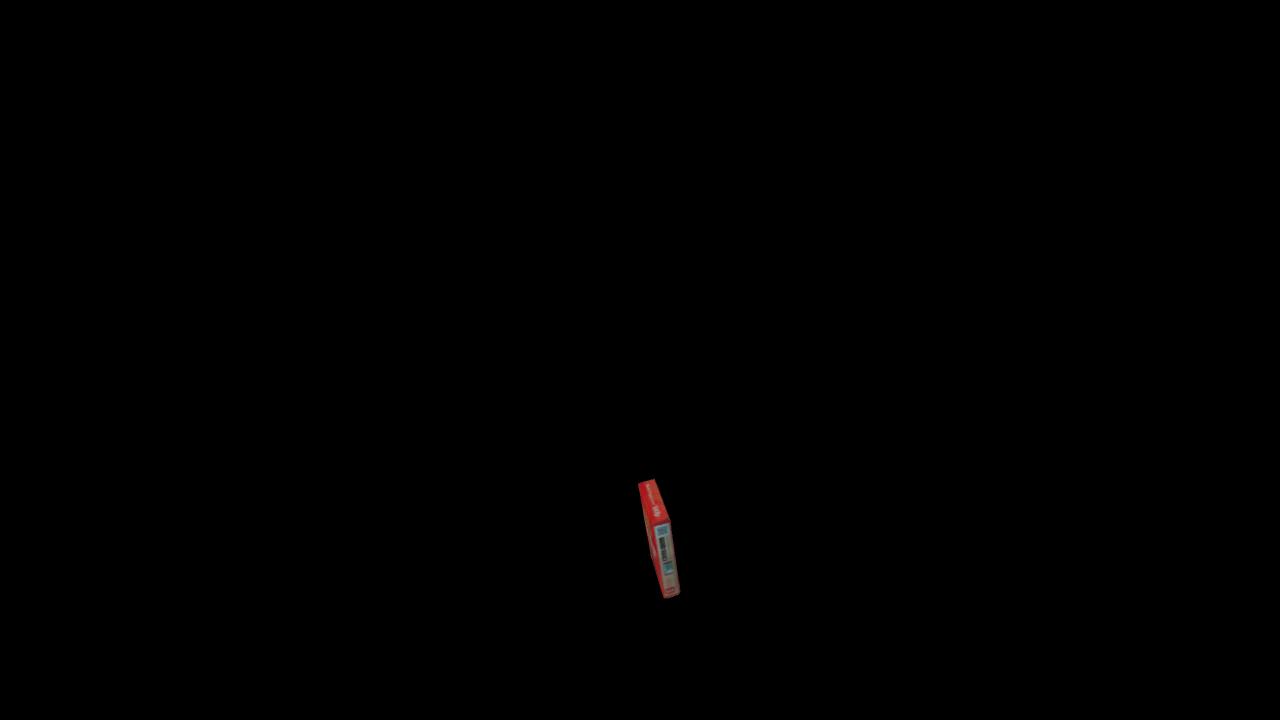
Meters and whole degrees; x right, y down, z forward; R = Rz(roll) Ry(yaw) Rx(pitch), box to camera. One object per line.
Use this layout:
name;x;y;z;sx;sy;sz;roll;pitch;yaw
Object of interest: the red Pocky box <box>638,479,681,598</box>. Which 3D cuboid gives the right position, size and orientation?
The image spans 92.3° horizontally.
red Pocky box;0.027;0.250;0.862;0.028;0.155;0.083;-13;32;-6
